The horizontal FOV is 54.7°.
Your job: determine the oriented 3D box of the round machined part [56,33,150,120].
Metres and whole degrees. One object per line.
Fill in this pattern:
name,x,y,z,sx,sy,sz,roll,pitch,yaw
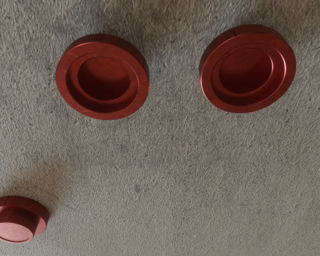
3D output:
round machined part,-0.061,-0.059,0.345,0.099,0.042,0.097,0,130,0

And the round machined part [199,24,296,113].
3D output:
round machined part,0.092,-0.067,0.340,0.099,0.042,0.097,0,130,0

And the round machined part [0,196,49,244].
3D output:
round machined part,-0.246,0.163,0.532,0.099,0.042,0.097,0,130,0
